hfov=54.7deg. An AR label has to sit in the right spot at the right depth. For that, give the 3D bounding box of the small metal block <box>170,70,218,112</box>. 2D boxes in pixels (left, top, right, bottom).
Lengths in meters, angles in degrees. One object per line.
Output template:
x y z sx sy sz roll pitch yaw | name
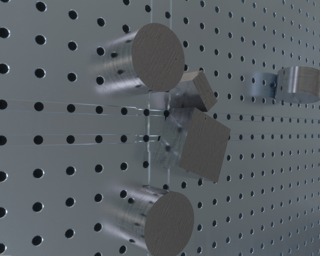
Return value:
0.044 -0.049 0.430 0.025 0.050 0.050 -45 117 -31 | small metal block

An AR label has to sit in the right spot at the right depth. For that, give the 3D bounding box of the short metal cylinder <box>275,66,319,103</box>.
0.267 -0.081 0.597 0.081 0.080 0.050 15 81 -39 | short metal cylinder

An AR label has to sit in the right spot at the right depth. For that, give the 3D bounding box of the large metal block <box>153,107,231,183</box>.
0.046 0.024 0.432 0.080 0.050 0.080 27 73 -37 | large metal block

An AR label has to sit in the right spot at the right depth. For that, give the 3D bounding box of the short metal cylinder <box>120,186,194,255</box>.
-0.003 0.117 0.391 0.081 0.050 0.079 0 90 -40 | short metal cylinder

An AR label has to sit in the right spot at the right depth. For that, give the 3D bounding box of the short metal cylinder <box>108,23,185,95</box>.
-0.016 -0.082 0.380 0.081 0.050 0.079 0 90 -40 | short metal cylinder
